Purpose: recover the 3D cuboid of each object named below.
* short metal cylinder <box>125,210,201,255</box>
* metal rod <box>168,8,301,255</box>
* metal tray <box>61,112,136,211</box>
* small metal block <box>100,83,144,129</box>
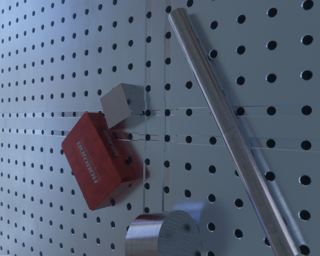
[{"bbox_3d":[0.005,0.140,0.368,0.050,0.081,0.080,-17,79,38],"label":"short metal cylinder"},{"bbox_3d":[0.074,-0.009,0.346,0.025,0.025,0.299,-33,70,35],"label":"metal rod"},{"bbox_3d":[-0.101,0.050,0.487,0.090,0.030,0.130,-46,63,30],"label":"metal tray"},{"bbox_3d":[-0.057,-0.031,0.454,0.050,0.025,0.050,-29,72,36],"label":"small metal block"}]
